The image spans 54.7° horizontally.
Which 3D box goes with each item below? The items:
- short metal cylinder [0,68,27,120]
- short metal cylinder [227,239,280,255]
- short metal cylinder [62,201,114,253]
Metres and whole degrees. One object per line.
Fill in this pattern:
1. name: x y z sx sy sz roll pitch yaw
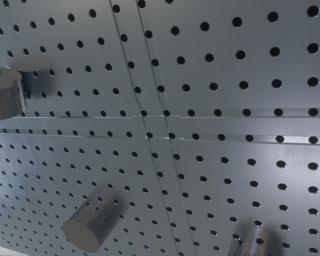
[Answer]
1. short metal cylinder: -0.252 -0.054 0.475 0.080 0.080 0.050 18 126 17
2. short metal cylinder: 0.135 0.212 0.455 0.080 0.050 0.079 13 124 21
3. short metal cylinder: -0.133 0.185 0.580 0.080 0.050 0.079 13 124 21
